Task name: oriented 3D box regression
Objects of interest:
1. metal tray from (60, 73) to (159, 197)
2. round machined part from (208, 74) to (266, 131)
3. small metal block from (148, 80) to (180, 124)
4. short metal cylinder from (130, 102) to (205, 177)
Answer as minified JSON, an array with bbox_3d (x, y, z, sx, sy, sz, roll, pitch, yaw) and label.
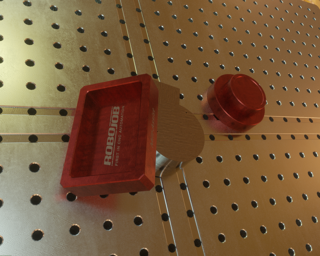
[{"bbox_3d":[-0.051,0.005,0.340,0.090,0.030,0.130,-8,56,16],"label":"metal tray"},{"bbox_3d":[0.129,-0.048,0.496,0.099,0.042,0.098,14,56,-21],"label":"round machined part"},{"bbox_3d":[-0.001,-0.036,0.429,0.050,0.025,0.050,17,55,-19],"label":"small metal block"},{"bbox_3d":[0.008,0.015,0.387,0.081,0.050,0.080,14,56,-21],"label":"short metal cylinder"}]
